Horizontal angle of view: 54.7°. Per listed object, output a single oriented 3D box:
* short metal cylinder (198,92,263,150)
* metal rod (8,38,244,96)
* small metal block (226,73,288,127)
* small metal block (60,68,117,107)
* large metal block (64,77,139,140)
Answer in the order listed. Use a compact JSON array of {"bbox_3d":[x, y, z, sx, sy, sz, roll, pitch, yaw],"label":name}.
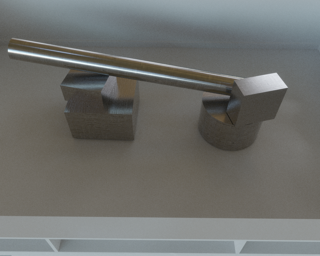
[{"bbox_3d":[0.093,-0.018,0.403,0.081,0.050,0.080,0,50,0],"label":"short metal cylinder"},{"bbox_3d":[-0.023,-0.069,0.369,0.302,0.025,0.025,9,50,-3],"label":"metal rod"},{"bbox_3d":[0.107,-0.031,0.348,0.050,0.050,0.025,-11,51,-10],"label":"small metal block"},{"bbox_3d":[-0.087,-0.056,0.384,0.050,0.025,0.050,10,50,8],"label":"small metal block"},{"bbox_3d":[-0.072,-0.032,0.411,0.081,0.050,0.080,2,50,1],"label":"large metal block"}]
